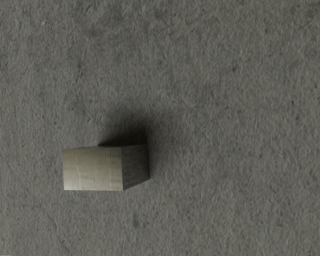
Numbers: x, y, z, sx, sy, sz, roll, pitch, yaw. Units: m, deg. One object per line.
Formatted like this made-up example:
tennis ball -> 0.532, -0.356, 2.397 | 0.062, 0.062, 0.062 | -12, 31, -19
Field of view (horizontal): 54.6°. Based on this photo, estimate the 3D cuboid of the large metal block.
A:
large metal block -> -0.067, 0.049, 0.404 | 0.080, 0.080, 0.050 | -3, 89, 20
